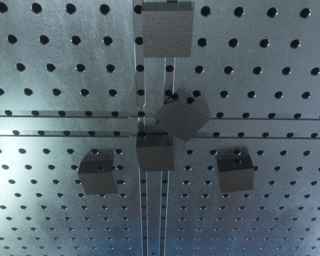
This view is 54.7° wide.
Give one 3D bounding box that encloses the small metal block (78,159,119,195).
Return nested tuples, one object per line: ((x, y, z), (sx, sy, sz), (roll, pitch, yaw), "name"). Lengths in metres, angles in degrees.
((-0.093, 0.076, 0.475), (0.050, 0.025, 0.050), (-4, 130, 3), "small metal block")

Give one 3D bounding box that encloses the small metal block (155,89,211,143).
((0.029, -0.015, 0.400), (0.050, 0.025, 0.050), (28, 125, -22), "small metal block")

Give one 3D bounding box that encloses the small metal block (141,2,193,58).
((0.007, -0.102, 0.325), (0.050, 0.025, 0.050), (-1, 130, 0), "small metal block")

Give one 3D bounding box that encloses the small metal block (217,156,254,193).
((0.116, 0.072, 0.475), (0.050, 0.025, 0.050), (-8, 130, 6), "small metal block")

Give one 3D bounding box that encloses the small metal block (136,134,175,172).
((-0.006, 0.036, 0.442), (0.050, 0.025, 0.050), (-3, 130, 2), "small metal block")
